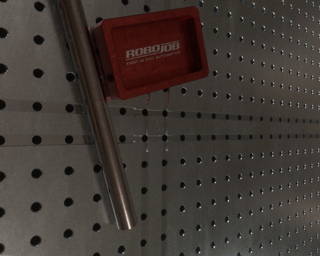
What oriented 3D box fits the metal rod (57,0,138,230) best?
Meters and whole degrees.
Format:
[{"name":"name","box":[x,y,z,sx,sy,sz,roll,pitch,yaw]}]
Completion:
[{"name":"metal rod","box":[-0.072,-0.025,0.350,0.025,0.025,0.298,-21,104,-38]}]

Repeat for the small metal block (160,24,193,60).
[{"name":"small metal block","box":[0.027,-0.122,0.434,0.050,0.025,0.050,-37,113,-34]}]

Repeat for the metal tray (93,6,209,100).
[{"name":"metal tray","box":[-0.006,-0.093,0.381,0.131,0.030,0.089,-19,105,-26]}]
